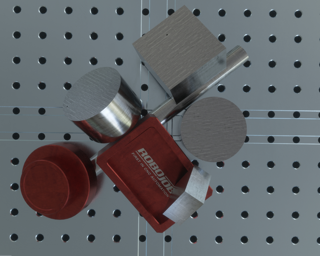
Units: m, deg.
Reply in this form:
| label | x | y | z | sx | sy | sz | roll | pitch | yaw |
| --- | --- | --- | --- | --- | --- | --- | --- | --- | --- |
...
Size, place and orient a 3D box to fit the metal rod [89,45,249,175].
| label | x | y | z | sx | sy | sz | roll | pitch | yaw |
| --- | --- | --- | --- | --- | --- | --- | --- | --- | --- |
| metal rod | -0.009 | -0.009 | 0.415 | 0.300 | 0.025 | 0.025 | -37 | 90 | 0 |

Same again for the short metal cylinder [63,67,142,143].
| label | x | y | z | sx | sy | sz | roll | pitch | yaw |
| --- | --- | --- | --- | --- | --- | --- | --- | --- | --- |
| short metal cylinder | -0.070 | -0.028 | 0.380 | 0.080 | 0.050 | 0.080 | -15 | 51 | 20 |

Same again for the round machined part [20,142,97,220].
| label | x | y | z | sx | sy | sz | roll | pitch | yaw |
| --- | --- | --- | --- | --- | --- | --- | --- | --- | --- |
| round machined part | -0.134 | 0.069 | 0.391 | 0.098 | 0.042 | 0.097 | 2 | 96 | 15 |

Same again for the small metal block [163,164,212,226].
| label | x | y | z | sx | sy | sz | roll | pitch | yaw |
| --- | --- | --- | --- | --- | --- | --- | --- | --- | --- |
| small metal block | 0.033 | 0.080 | 0.372 | 0.025 | 0.050 | 0.050 | 35 | 125 | -2 |

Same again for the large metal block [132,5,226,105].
| label | x | y | z | sx | sy | sz | roll | pitch | yaw |
| --- | --- | --- | --- | --- | --- | --- | --- | --- | --- |
| large metal block | 0.026 | -0.090 | 0.389 | 0.080 | 0.050 | 0.080 | -37 | 71 | 0 |

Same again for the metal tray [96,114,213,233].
| label | x | y | z | sx | sy | sz | roll | pitch | yaw |
| --- | --- | --- | --- | --- | --- | --- | --- | --- | --- |
| metal tray | -0.006 | 0.058 | 0.396 | 0.090 | 0.030 | 0.130 | -38 | 103 | 0 |

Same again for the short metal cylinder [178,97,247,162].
| label | x | y | z | sx | sy | sz | roll | pitch | yaw |
| --- | --- | --- | --- | --- | --- | --- | --- | --- | --- |
| short metal cylinder | 0.065 | 0.002 | 0.401 | 0.081 | 0.050 | 0.079 | 0 | 90 | 0 |
